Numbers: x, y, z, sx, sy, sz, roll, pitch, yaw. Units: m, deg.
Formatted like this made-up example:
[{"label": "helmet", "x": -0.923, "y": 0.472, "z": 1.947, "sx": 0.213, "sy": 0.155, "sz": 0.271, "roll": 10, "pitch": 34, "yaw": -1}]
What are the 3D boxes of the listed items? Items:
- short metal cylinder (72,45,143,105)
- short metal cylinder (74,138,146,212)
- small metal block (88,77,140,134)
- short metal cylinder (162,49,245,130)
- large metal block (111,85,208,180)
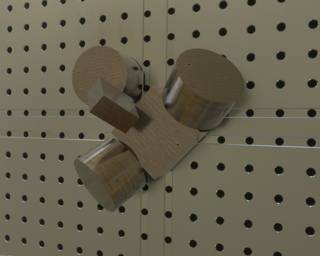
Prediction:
[{"label": "short metal cylinder", "x": -0.070, "y": -0.066, "z": 0.420, "sx": 0.080, "sy": 0.050, "sz": 0.079, "roll": 0, "pitch": 90, "yaw": 20}, {"label": "short metal cylinder", "x": -0.064, "y": 0.059, "z": 0.396, "sx": 0.080, "sy": 0.050, "sz": 0.080, "roll": 35, "pitch": 145, "yaw": 29}, {"label": "small metal block", "x": -0.055, "y": -0.027, "z": 0.362, "sx": 0.025, "sy": 0.050, "sz": 0.050, "roll": -47, "pitch": 32, "yaw": 16}, {"label": "short metal cylinder", "x": 0.048, "y": -0.045, "z": 0.355, "sx": 0.080, "sy": 0.081, "sz": 0.050, "roll": 45, "pitch": 142, "yaw": 14}, {"label": "large metal block", "x": 0.001, "y": 0.005, "z": 0.393, "sx": 0.080, "sy": 0.050, "sz": 0.080, "roll": 46, "pitch": 104, "yaw": 14}]
